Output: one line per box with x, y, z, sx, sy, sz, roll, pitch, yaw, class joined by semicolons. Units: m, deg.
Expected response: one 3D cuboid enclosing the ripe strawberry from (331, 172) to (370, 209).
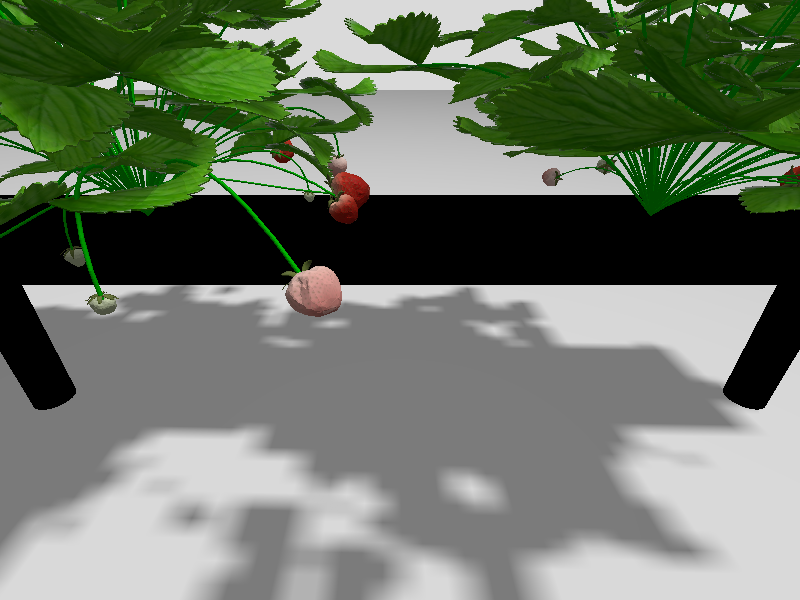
-0.044;-0.096;0.357;0.034;0.035;0.031;-1;29;-3;ripe strawberry

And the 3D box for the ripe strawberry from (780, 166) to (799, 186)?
0.401;-0.116;0.389;0.042;0.036;0.042;-7;30;-13;ripe strawberry

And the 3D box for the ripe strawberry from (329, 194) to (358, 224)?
-0.045;-0.073;0.330;0.024;0.023;0.022;-29;21;23;ripe strawberry

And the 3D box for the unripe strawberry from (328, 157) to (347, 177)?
-0.075;-0.160;0.483;0.021;0.025;0.025;-26;38;-38;unripe strawberry

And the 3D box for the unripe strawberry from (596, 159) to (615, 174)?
0.256;-0.167;0.500;0.021;0.019;0.019;5;3;9;unripe strawberry

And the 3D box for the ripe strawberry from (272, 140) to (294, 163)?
-0.161;-0.209;0.559;0.031;0.035;0.033;7;12;13;ripe strawberry

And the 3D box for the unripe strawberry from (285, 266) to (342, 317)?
-0.042;-0.003;0.202;0.028;0.025;0.026;-28;60;-39;unripe strawberry

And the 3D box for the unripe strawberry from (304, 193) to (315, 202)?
-0.082;-0.093;0.363;0.010;0.010;0.009;-2;29;-4;unripe strawberry

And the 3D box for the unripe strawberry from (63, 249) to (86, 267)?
-0.196;-0.026;0.243;0.011;0.011;0.010;-6;30;-11;unripe strawberry

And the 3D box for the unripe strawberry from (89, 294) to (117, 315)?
-0.144;0.003;0.195;0.011;0.010;0.010;-12;32;-21;unripe strawberry

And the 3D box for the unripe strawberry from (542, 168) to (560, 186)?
0.168;-0.137;0.446;0.017;0.020;0.019;-15;27;-24;unripe strawberry
